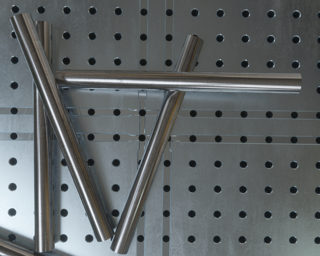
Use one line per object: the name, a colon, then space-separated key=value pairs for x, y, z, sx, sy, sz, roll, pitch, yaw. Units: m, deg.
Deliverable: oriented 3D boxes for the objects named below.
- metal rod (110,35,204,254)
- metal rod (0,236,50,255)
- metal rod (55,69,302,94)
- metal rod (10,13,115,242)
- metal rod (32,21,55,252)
metal rod: x=-0.004 y=0.022 z=0.413 sx=0.025 sy=0.025 sz=0.299 roll=20 pitch=90 yaw=-1
metal rod: x=-0.106 y=0.202 z=0.412 sx=0.301 sy=0.025 sz=0.025 roll=22 pitch=90 yaw=-1
metal rod: x=0.015 y=-0.059 z=0.388 sx=0.302 sy=0.025 sz=0.025 roll=3 pitch=90 yaw=9
metal rod: x=-0.121 y=0.005 z=0.395 sx=0.025 sy=0.025 sz=0.298 roll=-19 pitch=97 yaw=0
metal rod: x=-0.155 y=0.011 z=0.411 sx=0.025 sy=0.025 sz=0.298 roll=-1 pitch=90 yaw=-1
